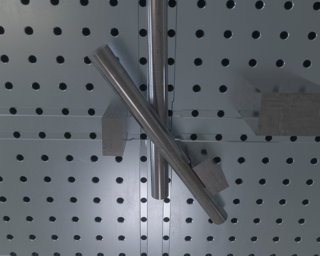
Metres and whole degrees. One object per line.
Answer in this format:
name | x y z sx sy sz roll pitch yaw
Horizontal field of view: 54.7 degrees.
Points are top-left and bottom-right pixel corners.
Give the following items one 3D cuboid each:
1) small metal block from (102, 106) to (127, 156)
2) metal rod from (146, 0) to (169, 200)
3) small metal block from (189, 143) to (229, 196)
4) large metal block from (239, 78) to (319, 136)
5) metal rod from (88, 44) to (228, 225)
small metal block | -0.058 0.003 0.401 0.025 0.050 0.050 2 110 -1
metal rod | -0.002 -0.043 0.397 0.025 0.025 0.298 -1 110 0
small metal block | 0.065 0.055 0.421 0.025 0.050 0.050 -33 107 11
large metal block | 0.148 -0.028 0.375 0.081 0.080 0.050 1 110 -1
metal rod | 0.012 0.026 0.398 0.025 0.025 0.299 -31 117 10
